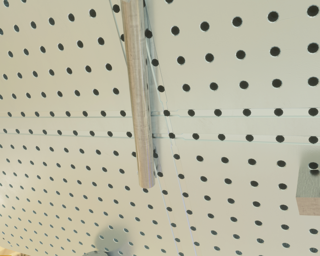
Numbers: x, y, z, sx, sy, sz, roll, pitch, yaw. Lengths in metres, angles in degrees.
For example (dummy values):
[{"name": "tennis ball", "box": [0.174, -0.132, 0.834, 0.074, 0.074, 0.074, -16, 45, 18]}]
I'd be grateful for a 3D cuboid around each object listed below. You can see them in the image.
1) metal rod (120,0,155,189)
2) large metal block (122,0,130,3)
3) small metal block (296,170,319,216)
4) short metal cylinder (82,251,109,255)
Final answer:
[{"name": "metal rod", "box": [-0.026, -0.044, 0.397, 0.025, 0.025, 0.298, 11, 123, 22]}, {"name": "large metal block", "box": [-0.054, -0.178, 0.290, 0.080, 0.050, 0.080, 27, 95, 11]}, {"name": "small metal block", "box": [0.181, 0.071, 0.343, 0.050, 0.050, 0.025, -7, 115, 31]}, {"name": "short metal cylinder", "box": [-0.135, 0.301, 0.633, 0.080, 0.080, 0.050, 2, 120, 27]}]
